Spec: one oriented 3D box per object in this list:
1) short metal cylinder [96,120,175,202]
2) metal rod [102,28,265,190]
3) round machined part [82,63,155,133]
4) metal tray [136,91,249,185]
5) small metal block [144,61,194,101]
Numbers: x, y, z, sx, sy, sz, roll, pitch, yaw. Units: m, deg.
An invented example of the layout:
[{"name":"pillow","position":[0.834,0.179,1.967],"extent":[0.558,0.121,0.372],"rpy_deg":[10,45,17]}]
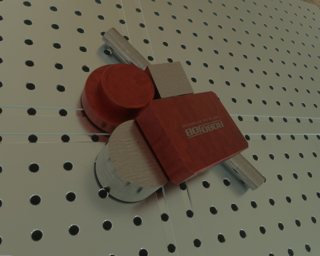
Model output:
[{"name":"short metal cylinder","position":[-0.026,0.037,0.350],"extent":[0.081,0.050,0.080],"rpy_deg":[14,56,-21]},{"name":"metal rod","position":[0.031,-0.029,0.438],"extent":[0.300,0.025,0.025],"rpy_deg":[45,51,3]},{"name":"round machined part","position":[-0.046,-0.043,0.393],"extent":[0.099,0.042,0.098],"rpy_deg":[13,57,-20]},{"name":"metal tray","position":[0.044,0.005,0.371],"extent":[0.131,0.030,0.090],"rpy_deg":[-14,69,-47]},{"name":"small metal block","position":[0.010,-0.059,0.415],"extent":[0.050,0.025,0.050],"rpy_deg":[-13,71,-28]}]
